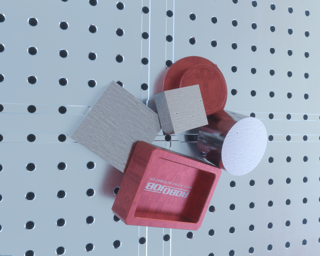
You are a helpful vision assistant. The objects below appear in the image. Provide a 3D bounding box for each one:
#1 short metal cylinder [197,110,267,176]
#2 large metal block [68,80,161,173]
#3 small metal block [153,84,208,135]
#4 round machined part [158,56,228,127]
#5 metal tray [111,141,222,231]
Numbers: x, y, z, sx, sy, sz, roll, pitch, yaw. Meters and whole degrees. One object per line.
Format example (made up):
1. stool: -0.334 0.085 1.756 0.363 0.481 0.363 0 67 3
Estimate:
1. short metal cylinder: 0.099 0.019 0.424 0.081 0.050 0.079 -9 109 -29
2. large metal block: -0.053 0.001 0.380 0.080 0.050 0.080 37 78 -16
3. small metal block: 0.025 -0.022 0.373 0.050 0.025 0.050 -15 92 -31
4. round machined part: 0.050 -0.050 0.422 0.099 0.042 0.097 0 90 -20
5. metal tray: 0.014 0.076 0.385 0.131 0.030 0.090 21 90 -41
